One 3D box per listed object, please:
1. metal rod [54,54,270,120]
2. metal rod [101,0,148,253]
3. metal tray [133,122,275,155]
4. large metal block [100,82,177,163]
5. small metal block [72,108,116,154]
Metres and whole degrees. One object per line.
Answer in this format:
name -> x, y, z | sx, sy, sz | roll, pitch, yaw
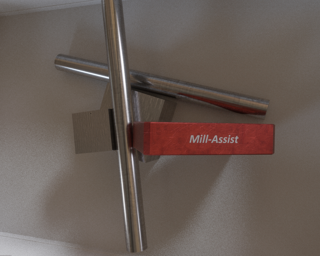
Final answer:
metal rod -> -0.011, -0.060, 0.413 | 0.301, 0.025, 0.025 | 16, 95, 18
metal rod -> -0.043, -0.006, 0.370 | 0.025, 0.025, 0.298 | -7, 88, 19
metal tray -> 0.041, 0.009, 0.331 | 0.131, 0.090, 0.030 | 1, 91, -12
large metal block -> -0.034, -0.008, 0.407 | 0.080, 0.050, 0.080 | 19, 96, 18
small metal block -> -0.078, 0.004, 0.382 | 0.050, 0.025, 0.050 | -7, 87, 19
